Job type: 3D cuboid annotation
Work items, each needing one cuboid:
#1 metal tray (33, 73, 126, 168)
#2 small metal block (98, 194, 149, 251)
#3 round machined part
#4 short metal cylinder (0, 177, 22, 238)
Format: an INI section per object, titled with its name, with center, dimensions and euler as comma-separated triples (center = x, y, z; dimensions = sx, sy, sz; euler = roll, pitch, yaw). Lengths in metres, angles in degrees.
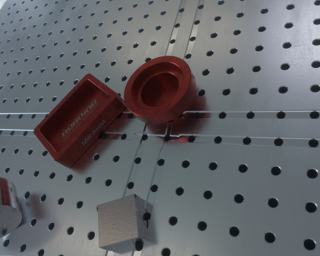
[metal tray]
center = -0.125, -0.015, 0.479
dimensions = 0.130, 0.030, 0.090
euler = -48, 51, -6
[small metal block]
center = -0.044, 0.111, 0.363
dimensions = 0.050, 0.025, 0.050
euler = -20, 54, 16
[round machined part]
center = 0.003, -0.048, 0.425
dimensions = 0.098, 0.042, 0.098
euler = -13, 56, 21
[short metal cylinder]
center = -0.239, 0.113, 0.429
dimensions = 0.080, 0.080, 0.050
euler = -38, 51, 3
